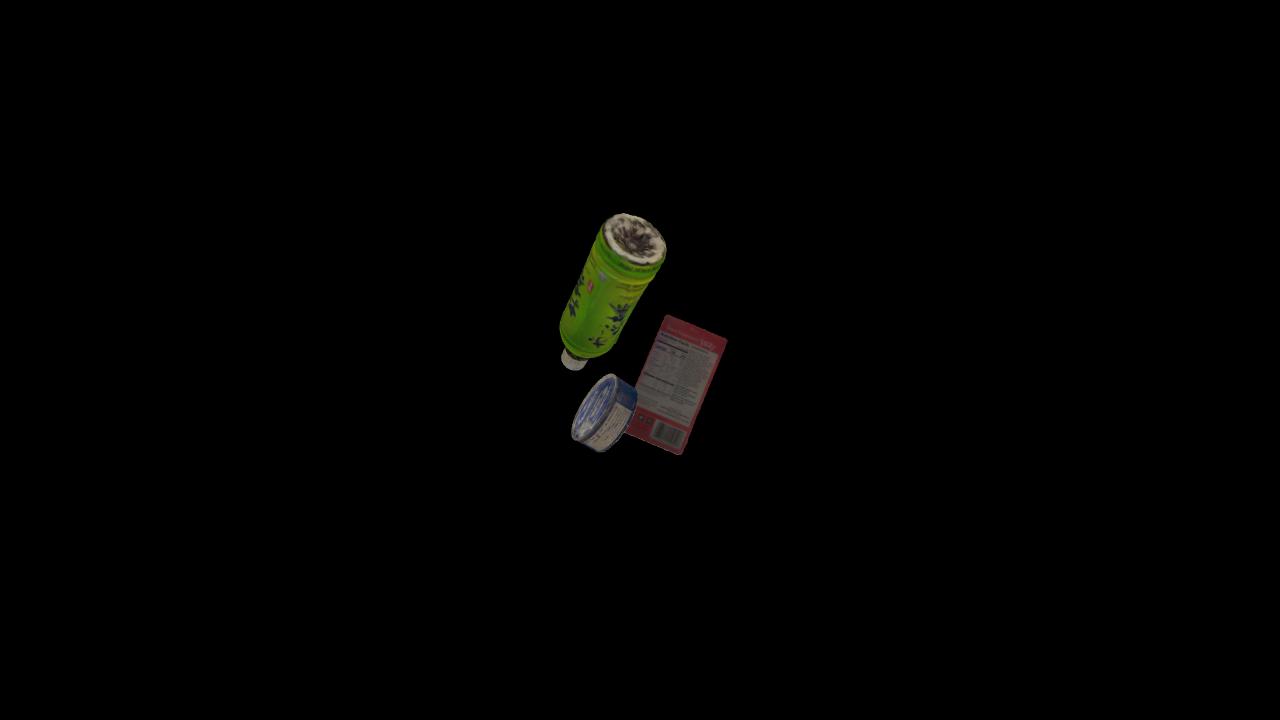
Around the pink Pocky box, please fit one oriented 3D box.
[{"bbox_3d":[0.040,0.030,0.755,0.084,0.155,0.029,23,-7,1],"label":"pink Pocky box"}]

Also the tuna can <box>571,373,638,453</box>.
[{"bbox_3d":[-0.039,0.058,0.677,0.034,0.084,0.084,33,-13,-20],"label":"tuna can"}]

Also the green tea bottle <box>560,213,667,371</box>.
[{"bbox_3d":[-0.041,-0.058,0.660,0.073,0.073,0.212,0,-34,-24],"label":"green tea bottle"}]
